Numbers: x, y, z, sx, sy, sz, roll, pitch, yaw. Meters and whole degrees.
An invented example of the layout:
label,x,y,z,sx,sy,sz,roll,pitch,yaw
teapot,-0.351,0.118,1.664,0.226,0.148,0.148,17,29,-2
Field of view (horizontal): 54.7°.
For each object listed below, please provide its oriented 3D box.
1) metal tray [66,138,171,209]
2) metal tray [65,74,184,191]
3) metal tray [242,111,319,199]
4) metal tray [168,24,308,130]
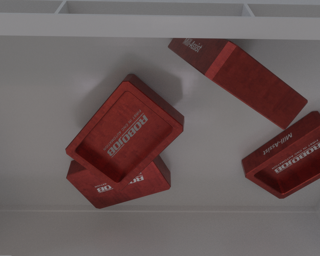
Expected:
label,x,y,z,sx,sy,sz,roll,pitch,yaw
metal tray,-0.060,0.071,0.466,0.130,0.030,0.090,-19,128,15
metal tray,-0.044,0.009,0.387,0.090,0.030,0.130,40,113,-11
metal tray,0.196,0.044,0.444,0.090,0.030,0.129,32,123,-25
metal tray,0.065,-0.054,0.293,0.090,0.130,0.030,29,105,-23
